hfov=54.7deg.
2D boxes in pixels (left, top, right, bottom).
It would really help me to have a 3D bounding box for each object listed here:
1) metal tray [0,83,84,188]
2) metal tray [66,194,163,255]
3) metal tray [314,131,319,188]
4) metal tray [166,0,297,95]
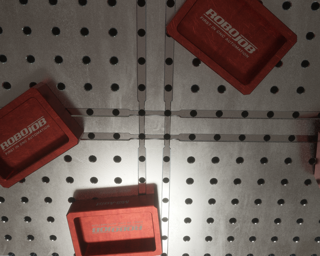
[{"bbox_3d":[-0.181,0.012,0.412,0.130,0.030,0.090,-32,108,10],"label":"metal tray"},{"bbox_3d":[-0.065,0.151,0.465,0.131,0.030,0.089,-5,110,1],"label":"metal tray"},{"bbox_3d":[0.280,0.039,0.408,0.131,0.030,0.089,-6,123,11],"label":"metal tray"},{"bbox_3d":[0.083,-0.113,0.370,0.130,0.030,0.090,36,106,-13],"label":"metal tray"}]
